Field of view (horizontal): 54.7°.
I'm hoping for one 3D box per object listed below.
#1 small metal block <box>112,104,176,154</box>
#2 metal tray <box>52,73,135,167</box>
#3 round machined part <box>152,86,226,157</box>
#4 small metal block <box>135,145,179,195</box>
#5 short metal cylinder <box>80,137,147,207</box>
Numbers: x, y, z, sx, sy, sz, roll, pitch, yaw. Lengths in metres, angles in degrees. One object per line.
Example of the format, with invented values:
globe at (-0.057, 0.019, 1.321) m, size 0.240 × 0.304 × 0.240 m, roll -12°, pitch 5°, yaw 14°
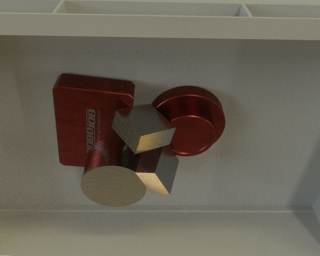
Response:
small metal block at (-0.019, -0.001, 0.356) m, size 0.050 × 0.050 × 0.025 m, roll -13°, pitch 135°, yaw -39°
metal tray at (-0.083, -0.003, 0.397) m, size 0.091 × 0.030 × 0.129 m, roll 6°, pitch 130°, yaw -6°
round machined part at (0.034, -0.002, 0.395) m, size 0.099 × 0.042 × 0.097 m, roll -1°, pitch 130°, yaw 0°
small metal block at (-0.002, 0.047, 0.379) m, size 0.025 × 0.050 × 0.050 m, roll -2°, pitch 140°, yaw 26°
short metal cylinder at (-0.057, 0.057, 0.399) m, size 0.081 × 0.050 × 0.079 m, roll 0°, pitch 130°, yaw 0°
